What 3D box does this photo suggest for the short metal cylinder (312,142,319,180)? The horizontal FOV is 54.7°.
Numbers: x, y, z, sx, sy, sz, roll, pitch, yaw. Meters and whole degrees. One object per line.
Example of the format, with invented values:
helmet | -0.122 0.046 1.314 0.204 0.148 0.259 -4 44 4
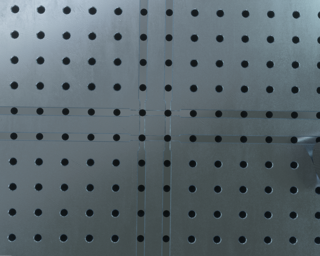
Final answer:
short metal cylinder | 0.239 0.048 0.389 0.050 0.080 0.080 -17 90 0
